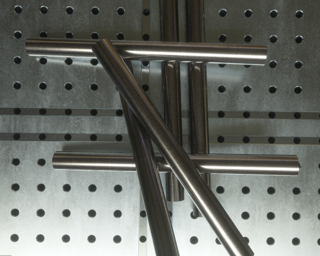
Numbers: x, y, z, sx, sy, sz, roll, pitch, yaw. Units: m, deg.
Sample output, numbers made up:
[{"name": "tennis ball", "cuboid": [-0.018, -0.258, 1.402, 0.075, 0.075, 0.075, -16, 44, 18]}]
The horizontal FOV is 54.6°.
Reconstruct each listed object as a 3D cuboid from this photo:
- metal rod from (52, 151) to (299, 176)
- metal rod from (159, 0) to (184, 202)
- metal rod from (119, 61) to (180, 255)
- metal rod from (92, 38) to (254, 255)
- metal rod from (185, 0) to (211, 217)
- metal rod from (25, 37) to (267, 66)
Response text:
[{"name": "metal rod", "cuboid": [0.011, 0.044, 0.388, 0.301, 0.025, 0.025, 0, 90, 10]}, {"name": "metal rod", "cuboid": [0.015, -0.054, 0.413, 0.025, 0.025, 0.298, -2, 90, 0]}, {"name": "metal rod", "cuboid": [-0.015, 0.050, 0.362, 0.025, 0.025, 0.299, -15, 70, 0]}, {"name": "metal rod", "cuboid": [0.012, 0.024, 0.361, 0.025, 0.025, 0.299, -34, 86, 0]}, {"name": "metal rod", "cuboid": [0.051, -0.034, 0.413, 0.025, 0.025, 0.298, -2, 90, 0]}, {"name": "metal rod", "cuboid": [-0.023, -0.098, 0.392, 0.301, 0.025, 0.025, 4, 90, 8]}]
